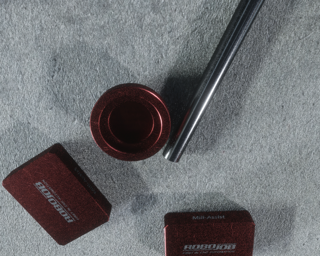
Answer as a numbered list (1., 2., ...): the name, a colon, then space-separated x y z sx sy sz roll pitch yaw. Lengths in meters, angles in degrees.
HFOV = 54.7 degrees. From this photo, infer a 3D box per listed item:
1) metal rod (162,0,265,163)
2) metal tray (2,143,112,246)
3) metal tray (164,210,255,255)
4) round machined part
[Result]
1. metal rod: 0.077 -0.087 0.378 0.025 0.025 0.298 23 108 -9
2. metal tray: -0.142 0.097 0.441 0.090 0.030 0.130 -31 108 10
3. metal tray: 0.073 0.174 0.472 0.131 0.030 0.089 -2 110 0
4. round machined part: -0.036 -0.010 0.397 0.099 0.042 0.097 0 110 -1
